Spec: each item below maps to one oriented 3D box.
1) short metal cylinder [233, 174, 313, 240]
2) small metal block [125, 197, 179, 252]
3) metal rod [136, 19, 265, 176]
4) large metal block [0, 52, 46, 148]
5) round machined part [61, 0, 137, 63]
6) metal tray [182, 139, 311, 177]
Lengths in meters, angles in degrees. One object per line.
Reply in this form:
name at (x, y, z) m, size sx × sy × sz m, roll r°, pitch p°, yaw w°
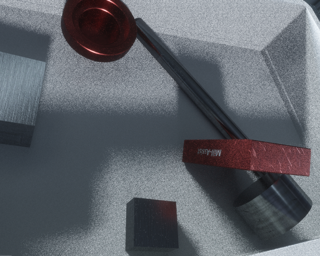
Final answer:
short metal cylinder at (0.140, 0.094, 0.391) m, size 0.081 × 0.080 × 0.050 m, roll -33°, pitch 80°, yaw -38°
small metal block at (-0.009, 0.106, 0.337) m, size 0.050 × 0.025 × 0.050 m, roll 12°, pitch 57°, yaw -22°
metal rod at (0.060, -0.048, 0.469) m, size 0.300 × 0.025 × 0.025 m, roll 49°, pitch 51°, yaw 6°
large metal block at (-0.168, -0.032, 0.319) m, size 0.081 × 0.050 × 0.080 m, roll 10°, pitch 57°, yaw -23°
round machined part at (-0.085, -0.133, 0.424) m, size 0.099 × 0.042 × 0.098 m, roll 9°, pitch 69°, yaw -24°
metal tray at (0.096, 0.034, 0.371) m, size 0.091 × 0.130 × 0.030 m, roll 9°, pitch 84°, yaw -24°
